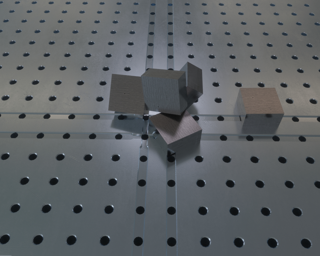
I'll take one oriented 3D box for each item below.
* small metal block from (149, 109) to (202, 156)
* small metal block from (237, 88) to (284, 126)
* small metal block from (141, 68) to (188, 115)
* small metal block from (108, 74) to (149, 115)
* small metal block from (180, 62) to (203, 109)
[{"bbox_3d":[0.019,0.002,0.406,0.050,0.025,0.050,-23,54,-18],"label":"small metal block"},{"bbox_3d":[0.139,-0.030,0.434,0.050,0.025,0.050,0,50,-1],"label":"small metal block"},{"bbox_3d":[0.006,-0.047,0.401,0.050,0.050,0.025,10,36,23],"label":"small metal block"},{"bbox_3d":[-0.040,-0.046,0.425,0.050,0.050,0.025,8,5,13],"label":"small metal block"},{"bbox_3d":[0.034,-0.055,0.435,0.025,0.050,0.050,24,46,-22],"label":"small metal block"}]
